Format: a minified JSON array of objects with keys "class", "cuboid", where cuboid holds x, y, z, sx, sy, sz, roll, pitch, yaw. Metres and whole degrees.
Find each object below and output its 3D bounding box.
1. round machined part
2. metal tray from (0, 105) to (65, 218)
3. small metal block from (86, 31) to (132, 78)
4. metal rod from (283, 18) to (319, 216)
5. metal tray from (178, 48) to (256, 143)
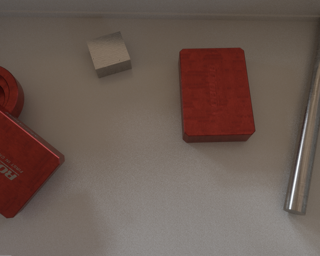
[{"class":"round machined part","cuboid":[-0.229,-0.032,0.410,0.099,0.042,0.098,0,70,-1]},{"class":"metal tray","cuboid":[-0.193,0.030,0.365,0.130,0.030,0.090,40,86,-5]},{"class":"small metal block","cuboid":[-0.073,-0.106,0.447,0.050,0.025,0.050,-18,71,-7]},{"class":"metal rod","cuboid":[0.209,-0.032,0.423,0.025,0.025,0.299,17,71,6]},{"class":"metal tray","cuboid":[0.074,-0.047,0.425,0.091,0.030,0.130,-1,70,-1]}]
